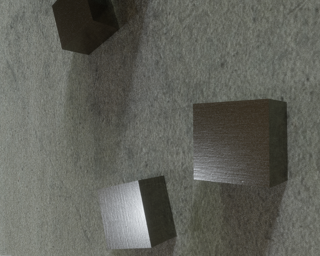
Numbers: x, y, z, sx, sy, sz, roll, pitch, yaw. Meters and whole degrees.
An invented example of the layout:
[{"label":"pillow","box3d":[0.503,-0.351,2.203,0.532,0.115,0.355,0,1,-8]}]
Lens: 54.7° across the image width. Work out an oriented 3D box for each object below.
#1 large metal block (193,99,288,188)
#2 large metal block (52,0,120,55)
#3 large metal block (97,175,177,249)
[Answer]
[{"label":"large metal block","box3d":[0.082,0.014,0.320,0.080,0.050,0.079,-1,90,39]},{"label":"large metal block","box3d":[-0.117,-0.173,0.483,0.080,0.050,0.080,-26,74,36]},{"label":"large metal block","box3d":[-0.032,0.112,0.413,0.080,0.050,0.080,-20,78,38]}]
